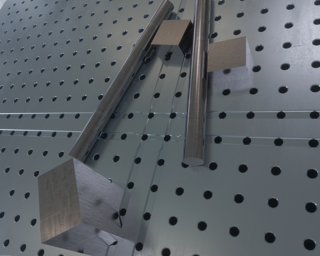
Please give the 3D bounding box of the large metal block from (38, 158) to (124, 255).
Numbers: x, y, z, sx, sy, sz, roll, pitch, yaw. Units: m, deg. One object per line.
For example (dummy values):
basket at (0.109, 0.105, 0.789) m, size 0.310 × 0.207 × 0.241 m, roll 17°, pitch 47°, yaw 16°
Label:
large metal block at (-0.093, 0.094, 0.364) m, size 0.050 × 0.080 × 0.080 m, roll -29°, pitch 52°, yaw 10°

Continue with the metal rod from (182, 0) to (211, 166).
metal rod at (0.055, -0.091, 0.435) m, size 0.025 × 0.025 × 0.299 m, roll -7°, pitch 58°, yaw 24°

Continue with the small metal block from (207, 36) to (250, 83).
small metal block at (0.093, -0.091, 0.416) m, size 0.050 × 0.025 × 0.050 m, roll -6°, pitch 59°, yaw 25°

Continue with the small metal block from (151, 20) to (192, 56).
small metal block at (0.021, -0.141, 0.484) m, size 0.050 × 0.025 × 0.050 m, roll 12°, pitch 68°, yaw 33°

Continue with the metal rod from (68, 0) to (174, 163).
metal rod at (-0.054, -0.083, 0.487) m, size 0.025 × 0.025 × 0.300 m, roll 16°, pitch 70°, yaw 34°
